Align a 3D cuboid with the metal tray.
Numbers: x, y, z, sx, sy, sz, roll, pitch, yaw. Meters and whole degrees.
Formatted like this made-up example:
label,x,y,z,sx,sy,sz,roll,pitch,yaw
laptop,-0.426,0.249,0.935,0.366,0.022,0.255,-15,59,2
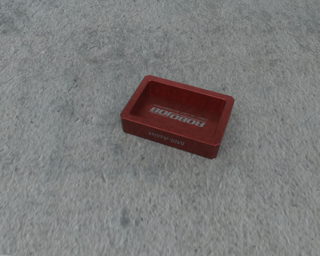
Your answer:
label,x,y,z,sx,sy,sz,roll,pitch,yaw
metal tray,0.024,-0.019,0.415,0.130,0.030,0.090,17,52,13
